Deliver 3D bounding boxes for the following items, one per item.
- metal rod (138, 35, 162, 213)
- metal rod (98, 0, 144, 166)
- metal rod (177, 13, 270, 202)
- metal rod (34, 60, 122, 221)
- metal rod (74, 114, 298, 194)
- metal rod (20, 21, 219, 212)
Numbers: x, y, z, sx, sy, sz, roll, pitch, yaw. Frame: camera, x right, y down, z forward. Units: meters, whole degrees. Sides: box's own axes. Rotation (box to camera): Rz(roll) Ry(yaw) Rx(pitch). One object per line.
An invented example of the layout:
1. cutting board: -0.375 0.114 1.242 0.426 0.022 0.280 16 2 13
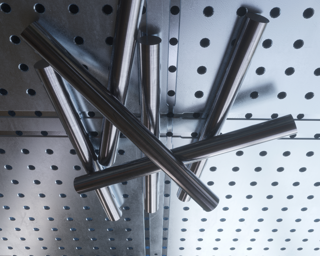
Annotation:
1. metal rod: -0.013 0.020 0.427 0.025 0.025 0.298 0 130 -1
2. metal rod: -0.046 -0.065 0.355 0.025 0.025 0.298 9 130 -8
3. metal rod: 0.069 -0.001 0.410 0.025 0.025 0.298 9 130 -8
4. metal rod: -0.104 0.039 0.443 0.025 0.025 0.299 -8 130 6
5. metal rod: 0.022 0.039 0.410 0.301 0.025 0.025 -18 128 14
6. metal rod: -0.035 -0.002 0.365 0.025 0.025 0.300 -37 108 27
